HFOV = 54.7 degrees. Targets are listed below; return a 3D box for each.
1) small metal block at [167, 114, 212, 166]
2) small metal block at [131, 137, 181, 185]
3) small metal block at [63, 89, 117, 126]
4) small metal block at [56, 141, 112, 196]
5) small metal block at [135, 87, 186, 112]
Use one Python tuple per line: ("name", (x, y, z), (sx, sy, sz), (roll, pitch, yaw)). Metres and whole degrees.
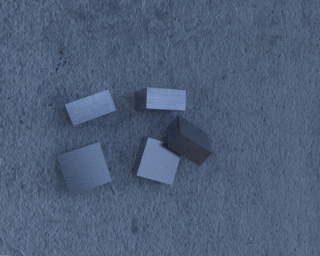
("small metal block", (0.038, 0.015, 0.407), (0.050, 0.050, 0.025), (32, 114, -17))
("small metal block", (-0.004, 0.043, 0.408), (0.050, 0.025, 0.050), (19, 84, -19))
("small metal block", (-0.084, -0.023, 0.365), (0.050, 0.050, 0.025), (-22, 98, -19))
("small metal block", (-0.092, 0.048, 0.375), (0.050, 0.025, 0.050), (-19, 96, -19))
("small metal block", (0.000, -0.035, 0.395), (0.050, 0.050, 0.025), (2, 90, -20))
